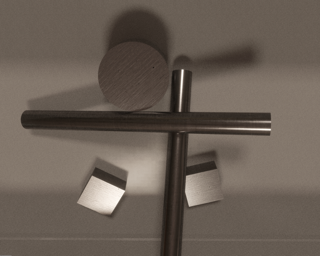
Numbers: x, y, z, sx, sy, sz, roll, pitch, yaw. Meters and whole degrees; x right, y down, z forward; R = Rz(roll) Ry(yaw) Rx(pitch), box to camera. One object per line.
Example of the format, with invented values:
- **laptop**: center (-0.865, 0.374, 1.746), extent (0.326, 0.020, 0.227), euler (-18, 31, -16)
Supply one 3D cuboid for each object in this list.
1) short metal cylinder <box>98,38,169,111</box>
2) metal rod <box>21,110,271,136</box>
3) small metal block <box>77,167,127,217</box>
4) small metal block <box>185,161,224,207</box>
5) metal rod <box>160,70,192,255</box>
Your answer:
- **short metal cylinder**: center (-0.030, -0.065, 0.374), extent (0.081, 0.050, 0.079), euler (0, 110, -1)
- **metal rod**: center (-0.028, -0.007, 0.369), extent (0.301, 0.025, 0.025), euler (1, 111, 14)
- **small metal block**: center (-0.083, 0.092, 0.444), extent (0.050, 0.025, 0.050), euler (28, 108, -10)
- **small metal block**: center (0.059, 0.079, 0.442), extent (0.050, 0.025, 0.050), euler (-14, 110, 4)
- **metal rod**: center (0.018, 0.078, 0.375), extent (0.025, 0.025, 0.298), euler (4, 85, -2)
